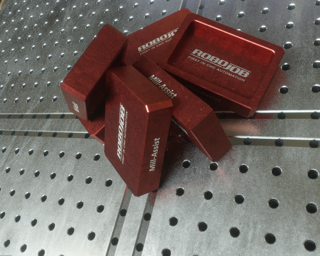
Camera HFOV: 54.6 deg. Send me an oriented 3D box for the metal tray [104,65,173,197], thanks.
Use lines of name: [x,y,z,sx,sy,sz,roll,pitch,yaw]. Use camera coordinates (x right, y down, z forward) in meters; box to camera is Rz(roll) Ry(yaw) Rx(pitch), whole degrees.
metal tray: [-0.031,0.005,0.361,0.030,0.129,0.090,-16,43,-30]

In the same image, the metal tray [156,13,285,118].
metal tray: [0.073,-0.080,0.385,0.130,0.030,0.090,27,75,14]

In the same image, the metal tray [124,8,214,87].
metal tray: [0.007,-0.116,0.450,0.131,0.030,0.090,-29,54,-8]

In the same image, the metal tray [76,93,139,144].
metal tray: [-0.066,-0.050,0.471,0.130,0.030,0.090,-43,52,-2]

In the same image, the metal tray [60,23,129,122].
metal tray: [-0.081,-0.063,0.393,0.030,0.130,0.090,33,76,-5]

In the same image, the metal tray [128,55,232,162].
metal tray: [0.021,-0.024,0.370,0.030,0.090,0.130,-44,51,-2]
